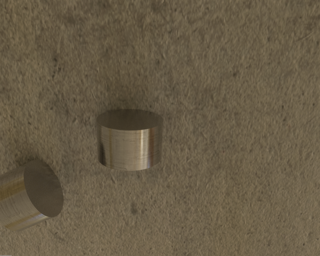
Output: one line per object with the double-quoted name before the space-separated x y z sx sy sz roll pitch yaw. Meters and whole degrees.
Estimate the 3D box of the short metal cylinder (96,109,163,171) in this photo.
"short metal cylinder" -0.037 0.012 0.384 0.081 0.080 0.050 2 110 -1

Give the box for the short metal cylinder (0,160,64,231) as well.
"short metal cylinder" -0.174 0.089 0.411 0.050 0.080 0.080 -24 109 8
